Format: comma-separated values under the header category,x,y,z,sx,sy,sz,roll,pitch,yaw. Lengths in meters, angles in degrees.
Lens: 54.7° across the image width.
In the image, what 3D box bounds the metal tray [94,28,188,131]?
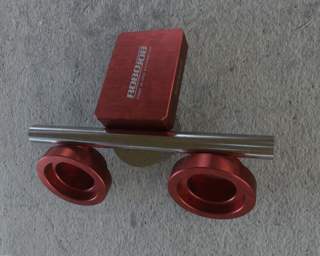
category,x,y,z,sx,sy,sz,roll,pitch,yaw
metal tray,-0.020,-0.062,0.385,0.090,0.030,0.130,2,65,19

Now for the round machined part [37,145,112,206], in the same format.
category,x,y,z,sx,sy,sz,roll,pitch,yaw
round machined part,-0.111,0.059,0.422,0.098,0.042,0.097,9,131,11

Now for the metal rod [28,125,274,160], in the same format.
category,x,y,z,sx,sy,sz,roll,pitch,yaw
metal rod,-0.026,0.014,0.366,0.301,0.025,0.025,3,91,19

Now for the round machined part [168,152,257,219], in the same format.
category,x,y,z,sx,sy,sz,roll,pitch,yaw
round machined part,0.061,0.062,0.360,0.098,0.042,0.097,10,136,11

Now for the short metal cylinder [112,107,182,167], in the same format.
category,x,y,z,sx,sy,sz,roll,pitch,yaw
short metal cylinder,-0.017,0.008,0.402,0.080,0.050,0.079,0,90,19
